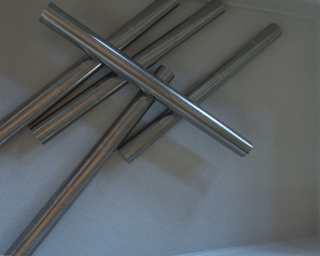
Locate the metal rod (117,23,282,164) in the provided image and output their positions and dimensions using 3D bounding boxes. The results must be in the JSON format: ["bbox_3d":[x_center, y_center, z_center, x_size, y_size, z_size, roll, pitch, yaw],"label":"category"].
[{"bbox_3d":[0.064,-0.057,0.433,0.301,0.025,0.025,-40,103,-16],"label":"metal rod"}]

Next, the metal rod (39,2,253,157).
[{"bbox_3d":[-0.003,-0.048,0.381,0.301,0.025,0.025,33,80,-17],"label":"metal rod"}]

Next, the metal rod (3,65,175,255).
[{"bbox_3d":[-0.081,0.040,0.380,0.025,0.025,0.300,41,77,-16],"label":"metal rod"}]

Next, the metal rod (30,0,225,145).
[{"bbox_3d":[-0.030,-0.081,0.399,0.301,0.025,0.025,-39,103,-16],"label":"metal rod"}]

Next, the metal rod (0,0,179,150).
[{"bbox_3d":[-0.090,-0.074,0.377,0.301,0.025,0.025,-43,104,-15],"label":"metal rod"}]
